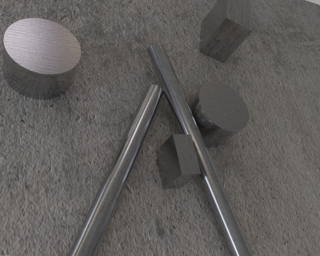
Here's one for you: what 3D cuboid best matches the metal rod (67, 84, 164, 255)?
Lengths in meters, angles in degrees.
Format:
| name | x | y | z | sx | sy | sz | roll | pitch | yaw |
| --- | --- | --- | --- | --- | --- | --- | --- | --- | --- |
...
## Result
| name | x | y | z | sx | sy | sz | roll | pitch | yaw |
| --- | --- | --- | --- | --- | --- | --- | --- | --- | --- |
| metal rod | -0.050 | 0.060 | 0.339 | 0.025 | 0.025 | 0.300 | 29 | 52 | -10 |

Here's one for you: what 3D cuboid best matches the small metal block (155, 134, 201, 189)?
| name | x | y | z | sx | sy | sz | roll | pitch | yaw |
| --- | --- | --- | --- | --- | --- | --- | --- | --- | --- |
| small metal block | 0.020 | 0.041 | 0.374 | 0.025 | 0.050 | 0.050 | 3 | 61 | -27 |

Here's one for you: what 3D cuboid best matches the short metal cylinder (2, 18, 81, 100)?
| name | x | y | z | sx | sy | sz | roll | pitch | yaw |
| --- | --- | --- | --- | --- | --- | --- | --- | --- | --- |
| short metal cylinder | -0.138 | -0.080 | 0.362 | 0.081 | 0.050 | 0.080 | 14 | 56 | -21 |

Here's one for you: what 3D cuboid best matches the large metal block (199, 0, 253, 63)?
| name | x | y | z | sx | sy | sz | roll | pitch | yaw |
| --- | --- | --- | --- | --- | --- | --- | --- | --- | --- |
| large metal block | 0.112 | -0.175 | 0.535 | 0.050 | 0.080 | 0.080 | 20 | 54 | -17 |

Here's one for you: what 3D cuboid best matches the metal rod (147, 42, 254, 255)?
| name | x | y | z | sx | sy | sz | roll | pitch | yaw |
| --- | --- | --- | --- | --- | --- | --- | --- | --- | --- |
| metal rod | 0.045 | 0.019 | 0.403 | 0.025 | 0.025 | 0.299 | -11 | 71 | -33 |

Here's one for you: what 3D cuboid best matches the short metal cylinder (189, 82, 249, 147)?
| name | x | y | z | sx | sy | sz | roll | pitch | yaw |
| --- | --- | --- | --- | --- | --- | --- | --- | --- | --- |
| short metal cylinder | 0.078 | -0.019 | 0.441 | 0.081 | 0.050 | 0.080 | 14 | 56 | -21 |
